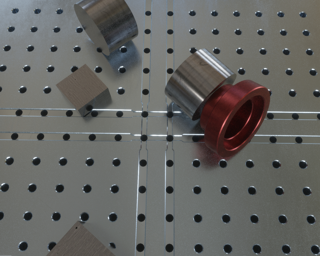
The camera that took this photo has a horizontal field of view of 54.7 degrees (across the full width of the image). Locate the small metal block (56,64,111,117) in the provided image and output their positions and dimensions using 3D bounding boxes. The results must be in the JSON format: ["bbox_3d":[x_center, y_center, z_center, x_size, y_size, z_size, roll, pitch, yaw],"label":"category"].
[{"bbox_3d":[-0.106,-0.052,0.430,0.050,0.025,0.050,-40,75,-13],"label":"small metal block"}]

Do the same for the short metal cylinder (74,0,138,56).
[{"bbox_3d":[-0.075,-0.150,0.437,0.050,0.080,0.080,-38,75,-12],"label":"short metal cylinder"}]

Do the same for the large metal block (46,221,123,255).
[{"bbox_3d":[-0.084,0.161,0.339,0.080,0.050,0.080,38,74,12],"label":"large metal block"}]

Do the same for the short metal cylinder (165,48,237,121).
[{"bbox_3d":[0.053,-0.055,0.403,0.080,0.080,0.050,-41,75,-14],"label":"short metal cylinder"}]

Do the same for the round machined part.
[{"bbox_3d":[0.088,-0.015,0.383,0.098,0.098,0.042,-43,54,-14],"label":"round machined part"}]
